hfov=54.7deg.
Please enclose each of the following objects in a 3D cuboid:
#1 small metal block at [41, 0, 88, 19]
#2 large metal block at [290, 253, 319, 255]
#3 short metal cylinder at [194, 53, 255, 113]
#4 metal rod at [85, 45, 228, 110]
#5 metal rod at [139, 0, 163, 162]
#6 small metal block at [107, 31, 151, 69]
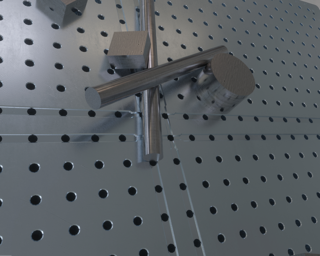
[{"bbox_3d":[-0.141,-0.194,0.451,0.050,0.025,0.050,40,51,-1],"label":"small metal block"},{"bbox_3d":[0.158,0.189,0.343,0.050,0.080,0.080,13,56,-21],"label":"large metal block"},{"bbox_3d":[0.102,-0.071,0.491,0.081,0.050,0.080,14,56,-21],"label":"short metal cylinder"},{"bbox_3d":[0.019,-0.083,0.441,0.025,0.025,0.302,52,43,8],"label":"metal rod"},{"bbox_3d":[-0.016,-0.093,0.456,0.025,0.025,0.299,11,57,-23],"label":"metal rod"},{"bbox_3d":[-0.043,-0.111,0.438,0.050,0.025,0.050,1,55,10],"label":"small metal block"}]
